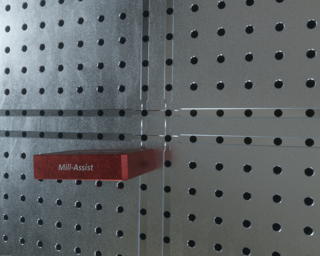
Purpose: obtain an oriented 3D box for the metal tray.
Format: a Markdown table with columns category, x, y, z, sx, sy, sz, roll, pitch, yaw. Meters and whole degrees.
| category | x | y | z | sx | sy | sz | roll | pitch | yaw |
| --- | --- | --- | --- | --- | --- | --- | --- | --- | --- |
| metal tray | -0.084 | 0.046 | 0.406 | 0.130 | 0.090 | 0.030 | -2 | 89 | 19 |
